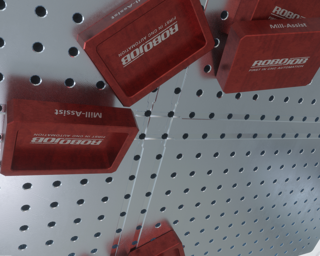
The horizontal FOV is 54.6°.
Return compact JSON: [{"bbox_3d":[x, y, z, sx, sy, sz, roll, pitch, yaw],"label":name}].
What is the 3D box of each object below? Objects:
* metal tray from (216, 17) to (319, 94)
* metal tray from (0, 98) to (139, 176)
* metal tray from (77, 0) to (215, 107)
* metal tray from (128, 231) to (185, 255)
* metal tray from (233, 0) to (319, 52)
[{"bbox_3d":[0.146,-0.091,0.397,0.131,0.030,0.090,-7,142,-12],"label":"metal tray"},{"bbox_3d":[-0.100,0.015,0.342,0.131,0.030,0.089,3,138,-30],"label":"metal tray"},{"bbox_3d":[-0.011,-0.095,0.342,0.130,0.030,0.090,-36,129,-5],"label":"metal tray"},{"bbox_3d":[0.003,0.254,0.565,0.091,0.030,0.129,-23,127,-14],"label":"metal tray"},{"bbox_3d":[0.162,-0.145,0.406,0.131,0.030,0.089,4,116,-31],"label":"metal tray"}]
